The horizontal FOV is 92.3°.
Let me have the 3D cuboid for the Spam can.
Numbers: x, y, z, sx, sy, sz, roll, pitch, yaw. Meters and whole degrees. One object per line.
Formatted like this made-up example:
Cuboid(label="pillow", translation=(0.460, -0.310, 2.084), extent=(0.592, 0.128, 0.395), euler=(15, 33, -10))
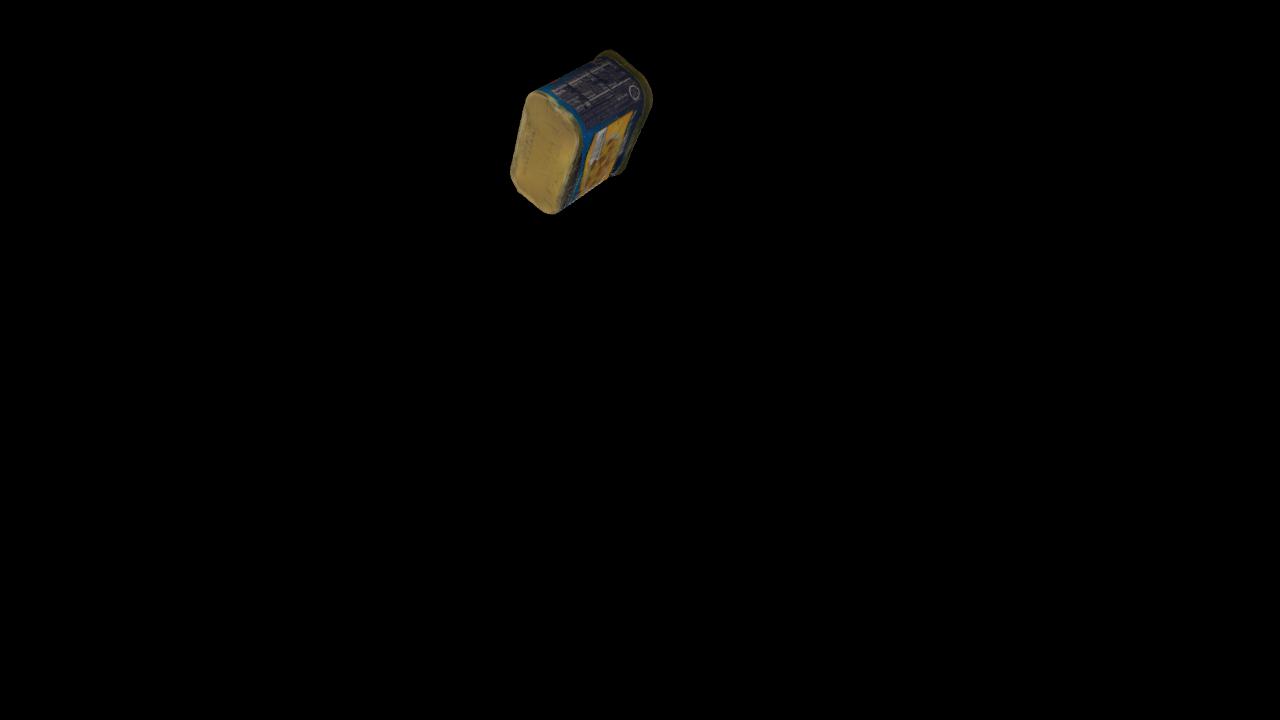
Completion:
Cuboid(label="Spam can", translation=(-0.047, -0.170, 0.471), extent=(0.085, 0.058, 0.101), euler=(-46, -5, -33))
